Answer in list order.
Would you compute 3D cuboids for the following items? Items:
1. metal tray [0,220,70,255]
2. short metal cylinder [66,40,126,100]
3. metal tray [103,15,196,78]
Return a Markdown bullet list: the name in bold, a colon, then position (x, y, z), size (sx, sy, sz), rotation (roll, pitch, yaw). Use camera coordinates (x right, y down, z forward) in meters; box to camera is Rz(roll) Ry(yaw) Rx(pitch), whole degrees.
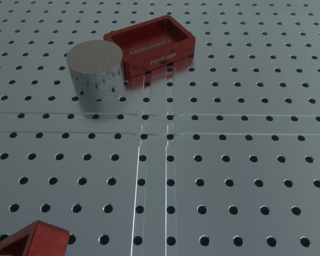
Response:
- **metal tray**: position (-0.121, 0.148, 0.241), size (0.030, 0.090, 0.130), rotation (33, 43, -28)
- **short metal cylinder**: position (-0.094, -0.088, 0.464), size (0.081, 0.050, 0.080), rotation (0, 50, 0)
- **metal tray**: position (-0.017, -0.141, 0.522), size (0.131, 0.030, 0.090), rotation (-24, 54, -19)
